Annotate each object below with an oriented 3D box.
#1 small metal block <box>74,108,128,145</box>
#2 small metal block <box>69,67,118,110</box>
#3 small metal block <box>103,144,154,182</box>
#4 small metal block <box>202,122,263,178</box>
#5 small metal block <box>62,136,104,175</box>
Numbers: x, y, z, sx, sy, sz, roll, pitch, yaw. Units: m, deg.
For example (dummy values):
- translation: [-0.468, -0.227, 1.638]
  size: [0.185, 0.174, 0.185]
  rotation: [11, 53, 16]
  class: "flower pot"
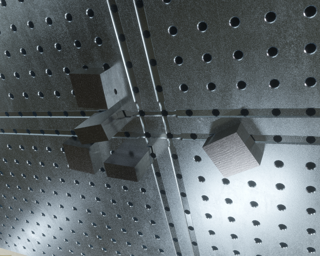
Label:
- translation: [-0.082, -0.003, 0.435]
  size: [0.050, 0.050, 0.025]
  rotation: [-9, 114, 32]
  class: "small metal block"
- translation: [-0.090, -0.055, 0.423]
  size: [0.050, 0.025, 0.050]
  rotation: [6, 121, 24]
  class: "small metal block"
- translation: [-0.044, 0.049, 0.447]
  size: [0.050, 0.050, 0.025]
  rotation: [5, 121, 25]
  class: "small metal block"
- translation: [0.089, 0.028, 0.381]
  size: [0.050, 0.025, 0.050]
  rotation: [-29, 103, 37]
  class: "small metal block"
- translation: [-0.124, 0.044, 0.501]
  size: [0.050, 0.025, 0.050]
  rotation: [8, 122, 23]
  class: "small metal block"
